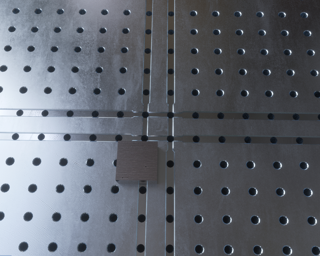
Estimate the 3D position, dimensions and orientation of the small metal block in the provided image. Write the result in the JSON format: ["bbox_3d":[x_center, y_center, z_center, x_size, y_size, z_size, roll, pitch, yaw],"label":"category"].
[{"bbox_3d":[-0.028,0.044,0.396,0.050,0.025,0.050,1,70,0],"label":"small metal block"}]
